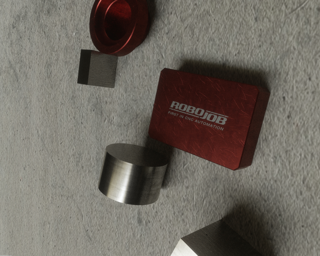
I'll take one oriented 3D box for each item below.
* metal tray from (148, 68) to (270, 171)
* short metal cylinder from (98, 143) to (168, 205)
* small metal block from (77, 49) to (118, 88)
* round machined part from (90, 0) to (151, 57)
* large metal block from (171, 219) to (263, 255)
[{"bbox_3d":[0.050,-0.015,0.360,0.130,0.030,0.089,20,102,38],"label":"metal tray"},{"bbox_3d":[-0.035,0.057,0.398,0.080,0.081,0.050,23,105,37],"label":"short metal cylinder"},{"bbox_3d":[-0.093,-0.088,0.466,0.025,0.050,0.050,14,99,39],"label":"small metal block"},{"bbox_3d":[-0.052,-0.150,0.437,0.098,0.042,0.097,0,90,40],"label":"round machined part"},{"bbox_3d":[0.062,0.149,0.318,0.080,0.081,0.050,38,113,33],"label":"large metal block"}]
